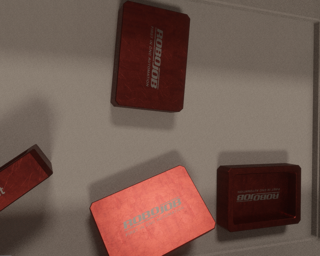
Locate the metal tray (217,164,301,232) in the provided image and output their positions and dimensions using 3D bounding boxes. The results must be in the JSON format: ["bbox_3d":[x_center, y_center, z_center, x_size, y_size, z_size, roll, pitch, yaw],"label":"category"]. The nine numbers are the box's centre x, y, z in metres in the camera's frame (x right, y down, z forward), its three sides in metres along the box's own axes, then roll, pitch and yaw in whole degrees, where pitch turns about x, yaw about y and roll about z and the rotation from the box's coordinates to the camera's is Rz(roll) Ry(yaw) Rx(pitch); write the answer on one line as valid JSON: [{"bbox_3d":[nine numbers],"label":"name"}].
[{"bbox_3d":[0.150,0.101,0.465,0.131,0.030,0.089,1,90,-21],"label":"metal tray"}]

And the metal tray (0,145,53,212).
[{"bbox_3d":[-0.174,0.068,0.311,0.131,0.090,0.030,-37,102,-17],"label":"metal tray"}]

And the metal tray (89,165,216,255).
[{"bbox_3d":[-0.009,0.112,0.383,0.131,0.030,0.090,-21,67,-19],"label":"metal tray"}]

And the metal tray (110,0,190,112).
[{"bbox_3d":[-0.012,-0.089,0.404,0.091,0.030,0.129,5,88,-20],"label":"metal tray"}]
